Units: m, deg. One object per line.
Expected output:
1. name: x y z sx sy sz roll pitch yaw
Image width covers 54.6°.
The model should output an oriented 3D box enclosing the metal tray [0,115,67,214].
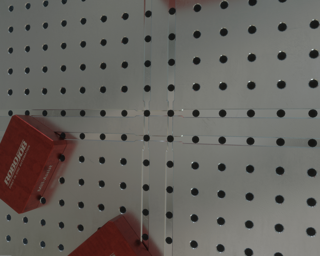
1. metal tray: -0.213 0.055 0.486 0.090 0.030 0.129 31 100 17

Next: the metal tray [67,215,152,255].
1. metal tray: -0.080 0.199 0.439 0.130 0.030 0.090 -42 77 15
